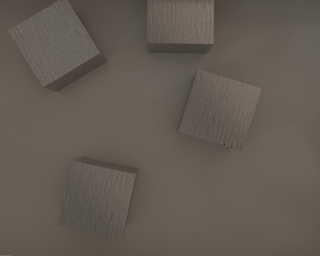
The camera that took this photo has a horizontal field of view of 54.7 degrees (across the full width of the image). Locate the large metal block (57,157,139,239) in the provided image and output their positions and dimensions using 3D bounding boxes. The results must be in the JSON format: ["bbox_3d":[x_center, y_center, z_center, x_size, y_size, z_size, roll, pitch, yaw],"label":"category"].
[{"bbox_3d":[-0.077,0.086,0.398,0.080,0.050,0.080,12,90,-1],"label":"large metal block"}]

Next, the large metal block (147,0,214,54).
[{"bbox_3d":[0.025,-0.142,0.399,0.081,0.050,0.079,1,90,-1],"label":"large metal block"}]

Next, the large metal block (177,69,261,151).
[{"bbox_3d":[0.073,-0.022,0.400,0.080,0.050,0.080,17,90,-1],"label":"large metal block"}]

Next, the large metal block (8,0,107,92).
[{"bbox_3d":[-0.127,-0.104,0.397,0.080,0.050,0.080,-32,90,0],"label":"large metal block"}]
